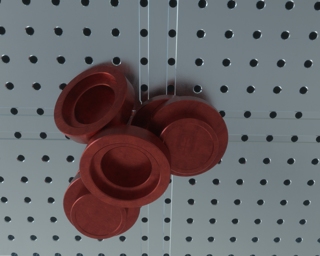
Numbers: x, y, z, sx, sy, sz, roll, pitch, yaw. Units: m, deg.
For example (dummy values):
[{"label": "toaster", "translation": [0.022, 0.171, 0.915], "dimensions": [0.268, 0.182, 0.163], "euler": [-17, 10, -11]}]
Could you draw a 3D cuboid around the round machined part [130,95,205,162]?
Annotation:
[{"label": "round machined part", "translation": [0.010, 0.011, 0.386], "dimensions": [0.099, 0.042, 0.097], "euler": [0, 110, 0]}]

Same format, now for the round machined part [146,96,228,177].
[{"label": "round machined part", "translation": [0.031, 0.015, 0.364], "dimensions": [0.099, 0.042, 0.097], "euler": [0, 110, 0]}]

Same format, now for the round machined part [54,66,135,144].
[{"label": "round machined part", "translation": [-0.074, -0.024, 0.375], "dimensions": [0.098, 0.098, 0.042], "euler": [-26, 143, 9]}]

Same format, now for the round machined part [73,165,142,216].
[{"label": "round machined part", "translation": [-0.067, 0.085, 0.413], "dimensions": [0.099, 0.042, 0.097], "euler": [0, 110, 0]}]

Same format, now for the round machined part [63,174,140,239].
[{"label": "round machined part", "translation": [-0.074, 0.101, 0.396], "dimensions": [0.099, 0.042, 0.097], "euler": [0, 110, 0]}]

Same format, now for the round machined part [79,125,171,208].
[{"label": "round machined part", "translation": [-0.036, 0.039, 0.350], "dimensions": [0.098, 0.042, 0.097], "euler": [1, 118, 2]}]
